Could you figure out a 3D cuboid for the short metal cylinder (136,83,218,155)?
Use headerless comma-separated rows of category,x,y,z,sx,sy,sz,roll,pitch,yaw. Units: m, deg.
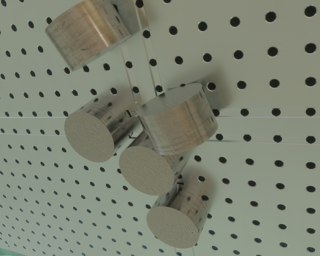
short metal cylinder,0.020,-0.011,0.357,0.080,0.080,0.050,-13,112,33

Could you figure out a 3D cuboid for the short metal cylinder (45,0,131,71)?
short metal cylinder,-0.080,-0.106,0.351,0.080,0.080,0.050,-23,106,36

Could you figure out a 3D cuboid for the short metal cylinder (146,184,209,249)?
short metal cylinder,0.027,0.131,0.460,0.080,0.050,0.079,13,124,20

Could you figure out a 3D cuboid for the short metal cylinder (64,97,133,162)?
short metal cylinder,-0.087,0.002,0.440,0.080,0.050,0.079,13,124,20

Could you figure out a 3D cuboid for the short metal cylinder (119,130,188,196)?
short metal cylinder,-0.009,0.046,0.426,0.080,0.050,0.079,13,124,20
